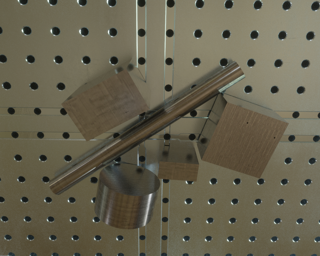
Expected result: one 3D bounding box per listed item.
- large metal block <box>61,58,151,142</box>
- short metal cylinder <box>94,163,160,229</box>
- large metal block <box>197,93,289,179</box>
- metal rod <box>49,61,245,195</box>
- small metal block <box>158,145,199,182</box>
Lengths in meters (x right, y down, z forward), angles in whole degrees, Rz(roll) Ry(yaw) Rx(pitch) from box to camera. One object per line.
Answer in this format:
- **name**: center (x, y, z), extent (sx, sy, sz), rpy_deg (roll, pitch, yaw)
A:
- **large metal block**: center (-0.059, -0.037, 0.370), extent (0.080, 0.080, 0.050), rpy_deg (-27, 108, 9)
- **short metal cylinder**: center (-0.044, 0.089, 0.416), extent (0.081, 0.080, 0.050), rpy_deg (11, 110, -5)
- **large metal block**: center (0.103, 0.009, 0.402), extent (0.080, 0.050, 0.079), rpy_deg (18, 109, -7)
- **metal rod**: center (-0.025, 0.005, 0.414), extent (0.300, 0.025, 0.025), rpy_deg (-32, 107, 11)
- **small metal block**: center (0.023, 0.047, 0.418), extent (0.050, 0.050, 0.025), rpy_deg (5, 110, -2)
